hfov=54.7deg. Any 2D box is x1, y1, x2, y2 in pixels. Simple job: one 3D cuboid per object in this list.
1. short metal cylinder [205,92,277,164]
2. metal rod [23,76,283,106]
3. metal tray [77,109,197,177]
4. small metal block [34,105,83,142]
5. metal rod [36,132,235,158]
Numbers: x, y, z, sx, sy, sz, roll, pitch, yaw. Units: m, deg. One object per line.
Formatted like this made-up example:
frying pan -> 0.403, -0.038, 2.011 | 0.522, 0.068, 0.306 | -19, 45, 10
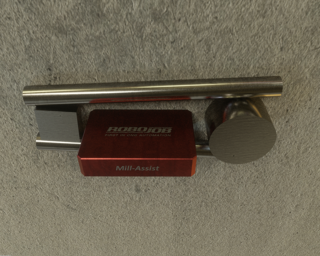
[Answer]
short metal cylinder -> 0.099, 0.000, 0.393 | 0.081, 0.050, 0.079 | 0, 130, 0
metal rod -> -0.009, -0.044, 0.371 | 0.302, 0.025, 0.025 | -2, 130, 1
metal tray -> -0.025, 0.016, 0.377 | 0.131, 0.090, 0.030 | 0, 130, 0
small metal block -> -0.129, -0.009, 0.400 | 0.050, 0.025, 0.050 | 3, 130, -3
metal rod -> -0.014, 0.025, 0.430 | 0.302, 0.025, 0.025 | 3, 130, -3
